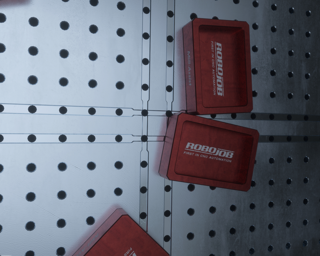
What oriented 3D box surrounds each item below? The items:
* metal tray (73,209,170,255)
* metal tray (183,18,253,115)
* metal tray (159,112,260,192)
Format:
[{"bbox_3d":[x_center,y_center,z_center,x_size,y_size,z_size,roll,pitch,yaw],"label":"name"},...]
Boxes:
[{"bbox_3d":[-0.063,0.179,0.387,0.130,0.030,0.090,-45,104,-14],"label":"metal tray"},{"bbox_3d":[0.083,-0.084,0.439,0.091,0.030,0.129,-3,91,-20],"label":"metal tray"},{"bbox_3d":[0.071,0.035,0.435,0.131,0.030,0.090,12,86,-20],"label":"metal tray"}]
